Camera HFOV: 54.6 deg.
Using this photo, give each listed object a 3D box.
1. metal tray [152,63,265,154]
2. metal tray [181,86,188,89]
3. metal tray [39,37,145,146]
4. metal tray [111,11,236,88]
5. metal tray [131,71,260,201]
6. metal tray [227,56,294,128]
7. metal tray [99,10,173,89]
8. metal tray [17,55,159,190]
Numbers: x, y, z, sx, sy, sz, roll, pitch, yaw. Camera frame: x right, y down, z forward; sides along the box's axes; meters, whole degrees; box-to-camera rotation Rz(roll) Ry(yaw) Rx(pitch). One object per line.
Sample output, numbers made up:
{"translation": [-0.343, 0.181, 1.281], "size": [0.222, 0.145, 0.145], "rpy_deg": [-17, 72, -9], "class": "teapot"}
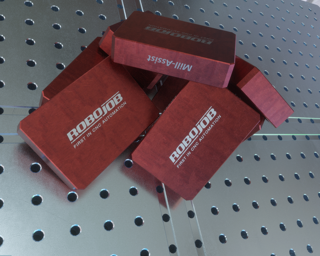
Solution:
{"translation": [0.063, -0.028, 0.417], "size": [0.130, 0.090, 0.030], "rpy_deg": [38, 52, -2], "class": "metal tray"}
{"translation": [0.082, -0.073, 0.465], "size": [0.131, 0.030, 0.090], "rpy_deg": [23, 50, -39], "class": "metal tray"}
{"translation": [-0.075, -0.050, 0.394], "size": [0.090, 0.030, 0.130], "rpy_deg": [34, 51, -6], "class": "metal tray"}
{"translation": [0.019, -0.095, 0.360], "size": [0.131, 0.030, 0.090], "rpy_deg": [14, 39, 4], "class": "metal tray"}
{"translation": [0.040, 0.008, 0.364], "size": [0.090, 0.130, 0.030], "rpy_deg": [38, 9, -4], "class": "metal tray"}
{"translation": [0.113, -0.062, 0.422], "size": [0.090, 0.030, 0.130], "rpy_deg": [39, 12, -29], "class": "metal tray"}
{"translation": [-0.015, -0.117, 0.443], "size": [0.090, 0.030, 0.131], "rpy_deg": [41, 37, -2], "class": "metal tray"}
{"translation": [-0.073, -0.008, 0.341], "size": [0.131, 0.030, 0.090], "rpy_deg": [-45, 104, -28], "class": "metal tray"}
